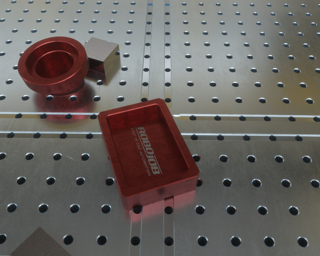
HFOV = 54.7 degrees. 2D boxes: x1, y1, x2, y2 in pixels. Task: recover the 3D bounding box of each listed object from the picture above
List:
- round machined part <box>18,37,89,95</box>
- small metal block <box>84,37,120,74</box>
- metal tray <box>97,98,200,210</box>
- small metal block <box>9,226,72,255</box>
[{"bbox_3d":[-0.154,-0.088,0.463,0.099,0.042,0.098,-2,57,3],"label":"round machined part"},{"bbox_3d":[-0.101,-0.119,0.507,0.050,0.025,0.050,19,52,14],"label":"small metal block"},{"bbox_3d":[-0.018,0.025,0.382,0.091,0.030,0.130,-15,52,-13],"label":"metal tray"},{"bbox_3d":[-0.115,0.133,0.295,0.050,0.025,0.050,31,56,23],"label":"small metal block"}]
